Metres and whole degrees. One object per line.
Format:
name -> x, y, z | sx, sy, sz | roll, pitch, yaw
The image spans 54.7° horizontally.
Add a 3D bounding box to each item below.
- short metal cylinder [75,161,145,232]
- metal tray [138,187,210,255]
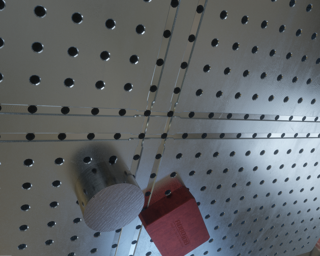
short metal cylinder -> -0.068, 0.091, 0.414 | 0.081, 0.050, 0.079 | -14, 124, -21
metal tray -> 0.028, 0.169, 0.528 | 0.090, 0.030, 0.129 | -30, 129, -10
